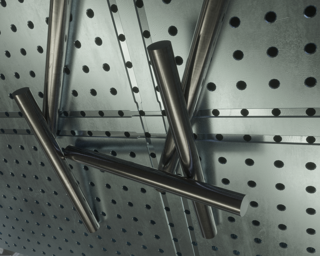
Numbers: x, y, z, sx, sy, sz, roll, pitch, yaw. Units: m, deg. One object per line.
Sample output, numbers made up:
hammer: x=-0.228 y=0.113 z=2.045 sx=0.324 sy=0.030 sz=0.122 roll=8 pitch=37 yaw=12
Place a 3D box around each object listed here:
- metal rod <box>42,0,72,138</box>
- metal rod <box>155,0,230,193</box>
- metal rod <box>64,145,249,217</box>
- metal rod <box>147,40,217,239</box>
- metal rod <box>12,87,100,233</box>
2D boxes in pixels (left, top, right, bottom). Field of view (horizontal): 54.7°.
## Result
metal rod: x=-0.145 y=-0.089 z=0.430 sx=0.025 sy=0.025 sz=0.298 roll=28 pitch=128 yaw=10
metal rod: x=0.032 y=-0.030 z=0.374 sx=0.025 sy=0.025 sz=0.298 roll=24 pitch=127 yaw=13
metal rod: x=-0.028 y=0.063 z=0.427 sx=0.300 sy=0.025 sz=0.025 roll=11 pitch=124 yaw=35
metal rod: x=0.036 y=0.037 z=0.389 sx=0.025 sy=0.025 sz=0.298 roll=1 pitch=127 yaw=27
metal rod: x=-0.162 y=0.070 z=0.516 sx=0.025 sy=0.025 sz=0.298 roll=3 pitch=126 yaw=26
